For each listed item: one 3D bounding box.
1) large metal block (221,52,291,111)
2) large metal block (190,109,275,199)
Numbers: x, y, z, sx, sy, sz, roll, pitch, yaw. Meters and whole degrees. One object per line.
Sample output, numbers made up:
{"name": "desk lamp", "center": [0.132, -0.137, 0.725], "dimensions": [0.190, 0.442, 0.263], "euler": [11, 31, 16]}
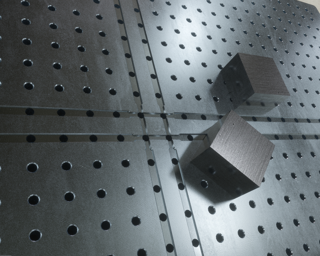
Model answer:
{"name": "large metal block", "center": [0.161, -0.077, 0.529], "dimensions": [0.081, 0.050, 0.080], "euler": [1, 62, -28]}
{"name": "large metal block", "center": [0.101, 0.035, 0.427], "dimensions": [0.080, 0.050, 0.080], "euler": [39, 51, -2]}
